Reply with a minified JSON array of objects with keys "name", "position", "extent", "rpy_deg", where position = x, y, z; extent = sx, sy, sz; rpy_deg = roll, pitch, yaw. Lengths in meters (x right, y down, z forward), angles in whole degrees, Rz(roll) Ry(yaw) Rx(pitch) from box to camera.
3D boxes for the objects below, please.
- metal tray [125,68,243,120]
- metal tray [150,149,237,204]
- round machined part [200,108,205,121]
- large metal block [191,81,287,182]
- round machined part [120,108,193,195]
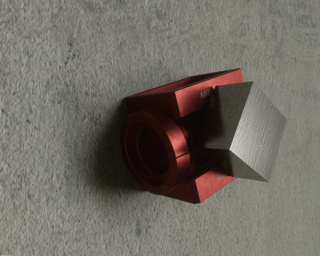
[{"name":"metal tray","position":[0.034,-0.044,0.395],"extent":[0.131,0.090,0.030],"rpy_deg":[-23,105,-38]},{"name":"metal tray","position":[0.057,0.051,0.412],"extent":[0.131,0.090,0.030],"rpy_deg":[-23,105,-38]},{"name":"round machined part","position":[0.096,-0.015,0.441],"extent":[0.042,0.098,0.097],"rpy_deg":[-20,103,-39]},{"name":"large metal block","position":[0.092,0.005,0.349],"extent":[0.080,0.050,0.080],"rpy_deg":[37,67,-34]},{"name":"round machined part","position":[0.000,0.024,0.360],"extent":[0.042,0.098,0.097],"rpy_deg":[-20,103,-39]}]
